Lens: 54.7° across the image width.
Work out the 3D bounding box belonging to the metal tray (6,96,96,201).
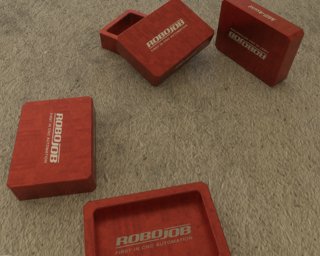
[{"bbox_3d":[-0.127,0.019,0.383,0.091,0.030,0.130,-6,50,-5],"label":"metal tray"}]

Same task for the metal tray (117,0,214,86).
[{"bbox_3d":[0.009,-0.137,0.484,0.131,0.030,0.090,-41,80,-20],"label":"metal tray"}]

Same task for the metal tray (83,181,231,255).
[{"bbox_3d":[-0.006,0.109,0.307,0.131,0.030,0.090,-9,51,-8],"label":"metal tray"}]

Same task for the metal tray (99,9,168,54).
[{"bbox_3d":[-0.025,-0.153,0.527,0.130,0.030,0.090,25,54,19],"label":"metal tray"}]

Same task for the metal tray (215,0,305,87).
[{"bbox_3d":[0.145,-0.135,0.475,0.030,0.090,0.130,-29,56,-22],"label":"metal tray"}]
